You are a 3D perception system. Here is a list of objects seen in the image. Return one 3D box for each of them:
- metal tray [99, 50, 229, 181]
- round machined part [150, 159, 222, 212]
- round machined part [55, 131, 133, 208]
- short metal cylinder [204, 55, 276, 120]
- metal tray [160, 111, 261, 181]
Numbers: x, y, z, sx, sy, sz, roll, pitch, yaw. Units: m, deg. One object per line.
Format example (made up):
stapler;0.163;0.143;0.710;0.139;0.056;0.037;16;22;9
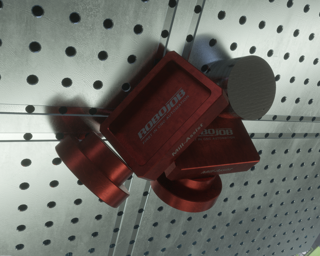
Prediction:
metal tray;0.002;-0.015;0.359;0.130;0.090;0.030;-47;150;4
round machined part;0.039;0.064;0.424;0.099;0.098;0.042;-2;126;-28
round machined part;-0.068;0.041;0.354;0.042;0.098;0.098;-45;130;-8
short metal cylinder;0.103;-0.051;0.404;0.081;0.050;0.079;-3;96;-28
metal tray;0.059;0.017;0.411;0.131;0.090;0.030;-2;147;-28
